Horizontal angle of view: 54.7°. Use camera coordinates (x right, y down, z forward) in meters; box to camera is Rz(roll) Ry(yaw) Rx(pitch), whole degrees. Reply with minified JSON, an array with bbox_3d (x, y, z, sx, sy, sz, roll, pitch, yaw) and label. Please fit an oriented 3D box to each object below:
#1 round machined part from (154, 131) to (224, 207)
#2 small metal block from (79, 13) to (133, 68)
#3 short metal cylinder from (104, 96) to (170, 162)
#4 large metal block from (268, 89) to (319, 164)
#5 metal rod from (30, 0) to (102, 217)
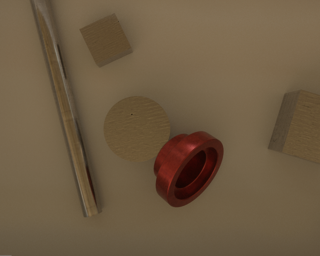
[{"bbox_3d":[0.031,0.046,0.385,0.042,0.098,0.098,35,90,36],"label":"round machined part"},{"bbox_3d":[-0.070,-0.115,0.410,0.050,0.025,0.050,-25,90,-1],"label":"small metal block"},{"bbox_3d":[-0.028,0.001,0.399,0.081,0.050,0.079,0,90,-1],"label":"short metal cylinder"},{"bbox_3d":[0.199,0.002,0.402,0.080,0.050,0.080,17,90,-1],"label":"large metal block"},{"bbox_3d":[-0.125,-0.031,0.409,0.025,0.025,0.298,-14,90,0],"label":"metal rod"}]
